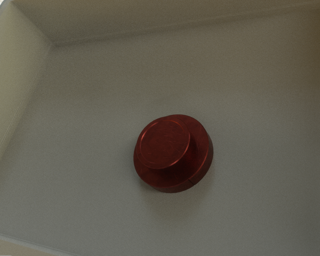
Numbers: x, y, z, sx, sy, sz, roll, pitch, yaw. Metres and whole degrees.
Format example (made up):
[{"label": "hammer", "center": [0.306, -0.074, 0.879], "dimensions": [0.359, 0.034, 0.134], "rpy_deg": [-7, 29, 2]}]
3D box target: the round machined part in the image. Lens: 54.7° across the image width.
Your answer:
[{"label": "round machined part", "center": [0.011, 0.025, 0.373], "dimensions": [0.098, 0.042, 0.098], "rpy_deg": [-13, 56, 20]}]
